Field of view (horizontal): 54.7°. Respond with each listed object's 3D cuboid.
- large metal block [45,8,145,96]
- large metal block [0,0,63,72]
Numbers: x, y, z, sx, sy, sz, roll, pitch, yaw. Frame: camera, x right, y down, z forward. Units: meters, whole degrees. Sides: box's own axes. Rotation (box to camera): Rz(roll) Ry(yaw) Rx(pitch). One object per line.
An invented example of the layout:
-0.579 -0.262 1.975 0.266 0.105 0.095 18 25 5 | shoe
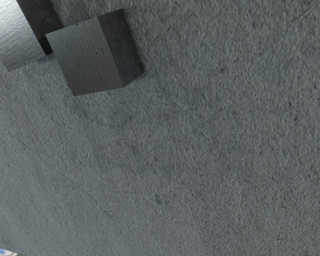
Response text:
-0.077 -0.090 0.376 0.080 0.050 0.080 -5 116 30 | large metal block
-0.177 -0.128 0.405 0.080 0.050 0.080 -11 113 33 | large metal block
